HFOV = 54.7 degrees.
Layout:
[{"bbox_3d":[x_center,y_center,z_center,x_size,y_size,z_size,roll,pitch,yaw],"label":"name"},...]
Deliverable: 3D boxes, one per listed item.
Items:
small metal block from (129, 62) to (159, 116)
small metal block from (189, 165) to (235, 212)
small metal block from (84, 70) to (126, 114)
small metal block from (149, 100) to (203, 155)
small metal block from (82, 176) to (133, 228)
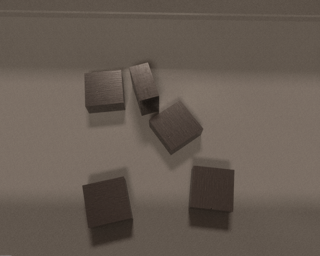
[{"bbox_3d":[-0.020,-0.051,0.415,0.025,0.050,0.050,-16,71,-6],"label":"small metal block"},{"bbox_3d":[0.063,0.076,0.383,0.050,0.025,0.050,6,70,2],"label":"small metal block"},{"bbox_3d":[-0.076,-0.050,0.427,0.050,0.025,0.050,-6,70,-3],"label":"small metal block"},{"bbox_3d":[0.021,0.000,0.410,0.050,0.025,0.050,-33,74,-12],"label":"small metal block"},{"bbox_3d":[-0.063,0.091,0.376,0.050,0.025,0.050,-12,71,-5],"label":"small metal block"}]
